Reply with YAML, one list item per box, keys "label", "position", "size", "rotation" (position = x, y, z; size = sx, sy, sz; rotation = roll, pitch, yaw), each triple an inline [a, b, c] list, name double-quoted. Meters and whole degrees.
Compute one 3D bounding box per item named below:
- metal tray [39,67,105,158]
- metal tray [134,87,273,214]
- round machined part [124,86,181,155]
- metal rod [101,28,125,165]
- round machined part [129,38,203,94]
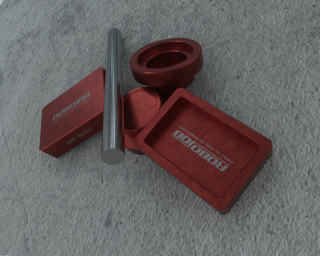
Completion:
- label: "metal tray"
  position: [-0.123, -0.023, 0.467]
  size: [0.130, 0.030, 0.090]
  rotation: [-30, 49, 19]
- label: "metal tray"
  position: [0.046, 0.021, 0.351]
  size: [0.130, 0.030, 0.090]
  rotation: [35, 81, 28]
- label: "round machined part"
  position: [-0.021, -0.016, 0.416]
  size: [0.098, 0.042, 0.098]
  rotation: [-13, 56, 21]
- label: "metal rod"
  position: [-0.065, -0.068, 0.438]
  size: [0.025, 0.025, 0.300]
  rotation: [-24, 40, 13]
- label: "round machined part"
  position: [0.011, -0.083, 0.426]
  size: [0.098, 0.042, 0.098]
  rotation: [-9, 38, 7]
